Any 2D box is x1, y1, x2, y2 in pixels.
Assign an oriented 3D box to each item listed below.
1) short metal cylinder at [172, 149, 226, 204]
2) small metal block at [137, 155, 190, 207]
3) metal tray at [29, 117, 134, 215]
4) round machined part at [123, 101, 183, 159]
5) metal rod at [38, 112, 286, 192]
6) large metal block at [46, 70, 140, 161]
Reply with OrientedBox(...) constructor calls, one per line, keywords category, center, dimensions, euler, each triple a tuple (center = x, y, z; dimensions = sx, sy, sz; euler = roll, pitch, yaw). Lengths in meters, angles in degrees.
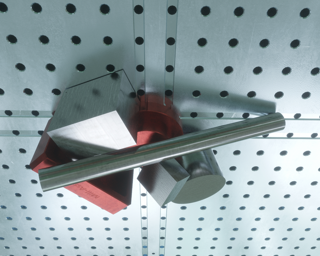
OrientedBox(category="short metal cylinder", center=(0.045, 0.066, 0.436), dimensions=(0.081, 0.050, 0.080), euler=(-12, 144, -9))
OrientedBox(category="small metal block", center=(0.003, 0.062, 0.391), dimensions=(0.025, 0.050, 0.050), euler=(-18, 144, -45))
OrientedBox(category="metal tray", center=(-0.092, 0.044, 0.404), dimensions=(0.030, 0.090, 0.130), euler=(-36, 122, 26))
OrientedBox(category="round machined part", center=(-0.017, 0.015, 0.417), dimensions=(0.099, 0.042, 0.097), euler=(-1, 130, 0))
OrientedBox(category="metal rod", center=(0.016, 0.024, 0.370), dimensions=(0.302, 0.025, 0.025), euler=(-13, 132, -15))
OrientedBox(category="large metal block", center=(-0.072, -0.015, 0.360), dimensions=(0.080, 0.080, 0.050), euler=(-16, 128, 13))
